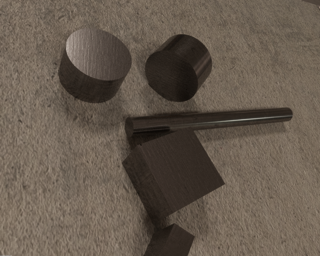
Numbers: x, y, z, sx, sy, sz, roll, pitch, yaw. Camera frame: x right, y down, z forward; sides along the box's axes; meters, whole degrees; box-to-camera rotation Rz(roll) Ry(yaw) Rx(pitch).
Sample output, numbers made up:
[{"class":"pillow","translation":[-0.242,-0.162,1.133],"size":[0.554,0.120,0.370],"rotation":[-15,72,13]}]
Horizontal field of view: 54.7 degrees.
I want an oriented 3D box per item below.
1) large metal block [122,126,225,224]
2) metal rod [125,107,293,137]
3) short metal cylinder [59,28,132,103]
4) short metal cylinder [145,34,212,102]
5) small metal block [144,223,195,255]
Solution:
[{"class":"large metal block","translation":[0.015,0.053,0.365],"size":[0.081,0.050,0.080],"rotation":[-19,72,-35]},{"class":"metal rod","translation":[0.091,-0.012,0.462],"size":[0.303,0.025,0.025],"rotation":[-5,64,-31]},{"class":"short metal cylinder","translation":[-0.083,-0.078,0.392],"size":[0.081,0.050,0.080],"rotation":[14,56,-21]},{"class":"short metal cylinder","translation":[0.026,-0.084,0.436],"size":[0.080,0.080,0.050],"rotation":[39,51,-2]},{"class":"small metal block","translation":[0.004,0.130,0.312],"size":[0.025,0.050,0.050],"rotation":[35,51,-5]}]
